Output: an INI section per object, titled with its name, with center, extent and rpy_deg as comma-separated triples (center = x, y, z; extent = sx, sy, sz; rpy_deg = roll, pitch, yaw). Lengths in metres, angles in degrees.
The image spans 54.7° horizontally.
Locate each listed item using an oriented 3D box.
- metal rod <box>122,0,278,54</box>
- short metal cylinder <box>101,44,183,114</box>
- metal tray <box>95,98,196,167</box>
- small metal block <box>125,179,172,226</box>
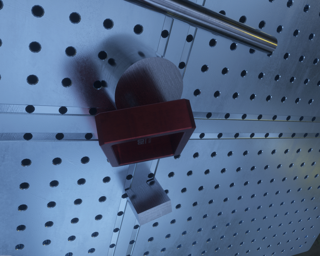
[metal rod]
center = 0.024, -0.131, 0.344
extent = 0.302, 0.025, 0.025
rpy_deg = 8, 114, -32
[short metal cylinder]
center = -0.021, -0.050, 0.354
extent = 0.081, 0.050, 0.079
rpy_deg = -14, 124, -21
[metal tray]
center = -0.017, 0.011, 0.345
extent = 0.091, 0.030, 0.130
rpy_deg = -10, 164, -6
[small metal block]
center = -0.017, 0.108, 0.454
extent = 0.050, 0.050, 0.025
rpy_deg = -19, 126, -18
